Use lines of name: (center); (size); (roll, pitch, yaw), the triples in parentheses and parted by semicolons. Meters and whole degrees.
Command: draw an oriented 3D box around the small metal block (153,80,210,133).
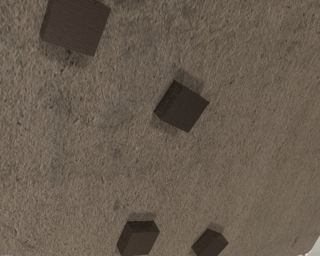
small metal block: (0.028, -0.027, 0.407); (0.050, 0.025, 0.050); (24, 105, -37)

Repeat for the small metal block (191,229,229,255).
small metal block: (0.098, 0.229, 0.605); (0.050, 0.025, 0.050); (32, 100, -39)

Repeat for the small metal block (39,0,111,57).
small metal block: (-0.082, -0.103, 0.299); (0.050, 0.025, 0.050); (12, 112, -34)

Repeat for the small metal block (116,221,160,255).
small metal block: (-0.035, 0.178, 0.500); (0.050, 0.025, 0.050); (11, 113, -33)
